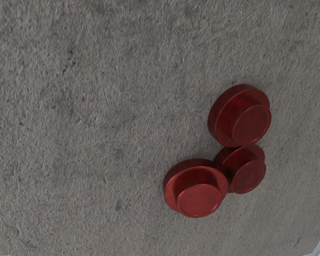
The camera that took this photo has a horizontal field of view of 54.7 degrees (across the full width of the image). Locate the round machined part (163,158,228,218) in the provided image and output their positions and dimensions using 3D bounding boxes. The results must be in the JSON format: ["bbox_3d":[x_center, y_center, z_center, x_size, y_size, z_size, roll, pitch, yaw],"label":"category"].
[{"bbox_3d":[0.055,0.097,0.468,0.099,0.042,0.097,-4,122,-6],"label":"round machined part"}]

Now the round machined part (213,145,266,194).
[{"bbox_3d":[0.135,0.070,0.513,0.099,0.042,0.097,-14,124,-21],"label":"round machined part"}]

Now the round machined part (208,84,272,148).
[{"bbox_3d":[0.123,-0.012,0.455,0.099,0.042,0.097,-14,124,-21],"label":"round machined part"}]
